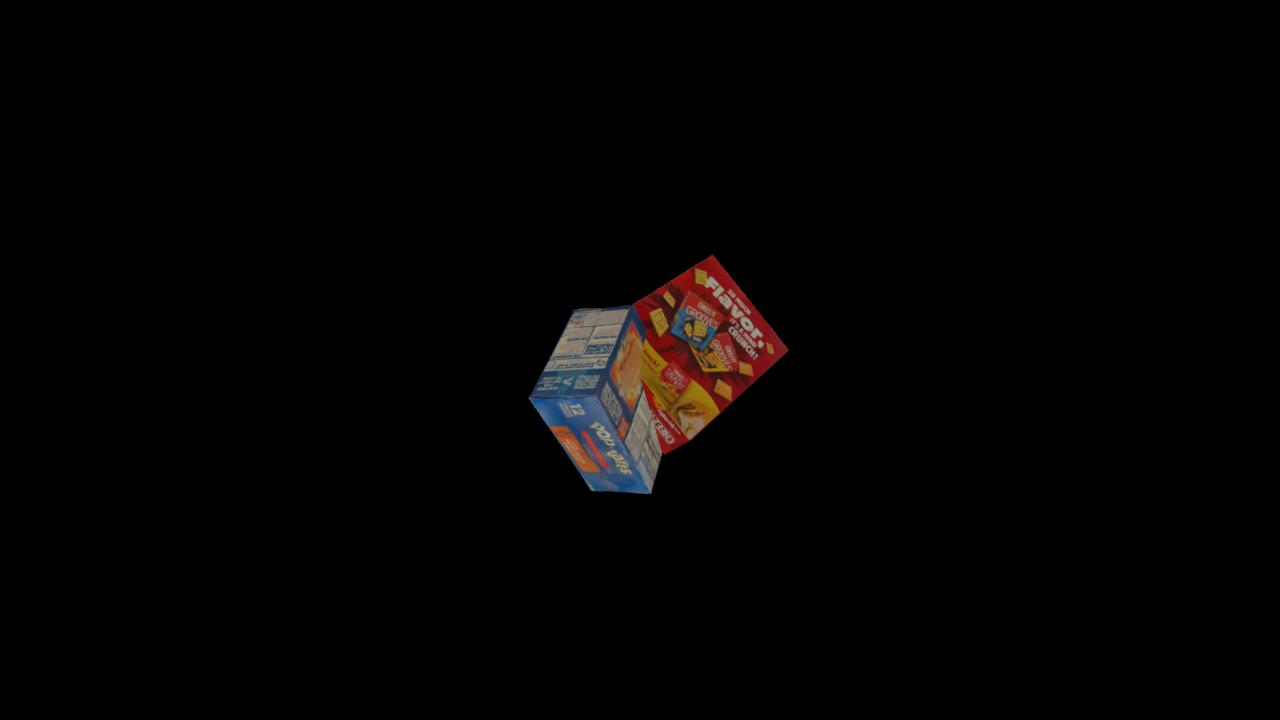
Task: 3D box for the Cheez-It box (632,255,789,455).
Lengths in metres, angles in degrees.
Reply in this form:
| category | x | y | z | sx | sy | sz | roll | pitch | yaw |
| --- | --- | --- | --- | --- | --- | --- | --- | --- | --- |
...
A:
| category | x | y | z | sx | sy | sz | roll | pitch | yaw |
| --- | --- | --- | --- | --- | --- | --- | --- | --- | --- |
| Cheez-It box | 0.063 | -0.015 | 0.768 | 0.223 | 0.166 | 0.071 | -37 | -2 | -37 |

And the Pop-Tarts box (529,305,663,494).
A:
| category | x | y | z | sx | sy | sz | roll | pitch | yaw |
| --- | --- | --- | --- | --- | --- | --- | --- | --- | --- |
| Pop-Tarts box | -0.033 | 0.046 | 0.700 | 0.083 | 0.141 | 0.167 | -5 | -47 | 25 |
